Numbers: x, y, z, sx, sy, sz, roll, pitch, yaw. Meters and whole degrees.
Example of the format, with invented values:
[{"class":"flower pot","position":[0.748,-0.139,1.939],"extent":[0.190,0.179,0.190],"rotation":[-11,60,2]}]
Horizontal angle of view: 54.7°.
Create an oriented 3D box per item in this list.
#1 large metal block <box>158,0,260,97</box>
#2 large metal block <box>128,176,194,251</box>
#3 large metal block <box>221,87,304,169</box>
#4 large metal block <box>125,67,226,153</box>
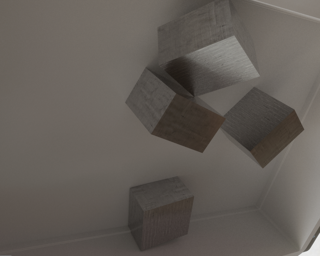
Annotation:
[{"class":"large metal block","position":[0.054,-0.083,0.337],"extent":[0.080,0.050,0.080],"rotation":[-16,152,29]},{"class":"large metal block","position":[0.000,0.129,0.472],"extent":[0.081,0.050,0.079],"rotation":[-10,123,-25]},{"class":"large metal block","position":[0.144,-0.002,0.453],"extent":[0.080,0.080,0.050],"rotation":[-44,130,2]},{"class":"large metal block","position":[0.017,-0.021,0.370],"extent":[0.080,0.080,0.050],"rotation":[22,107,-37]}]
